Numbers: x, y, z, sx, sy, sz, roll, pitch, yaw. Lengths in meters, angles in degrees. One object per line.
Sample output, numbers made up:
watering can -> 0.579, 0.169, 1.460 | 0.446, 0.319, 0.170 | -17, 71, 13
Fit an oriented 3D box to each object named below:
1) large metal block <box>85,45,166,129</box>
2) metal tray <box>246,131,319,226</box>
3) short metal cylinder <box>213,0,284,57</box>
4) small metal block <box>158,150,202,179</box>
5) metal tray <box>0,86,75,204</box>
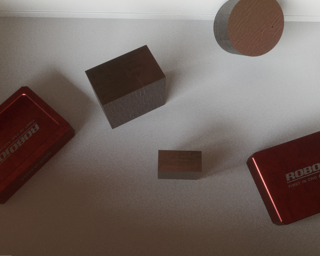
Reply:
large metal block -> -0.041, -0.050, 0.398 | 0.080, 0.080, 0.050 | -26, 73, -9
metal tray -> 0.188, 0.058, 0.388 | 0.131, 0.030, 0.090 | -17, 71, -7
short metal cylinder -> 0.121, -0.141, 0.429 | 0.081, 0.050, 0.079 | -4, 107, -12
small metal block -> 0.023, 0.046, 0.380 | 0.050, 0.050, 0.025 | 1, 70, 0
metal tray -> -0.188, 0.020, 0.397 | 0.090, 0.030, 0.130 | 40, 74, 13
